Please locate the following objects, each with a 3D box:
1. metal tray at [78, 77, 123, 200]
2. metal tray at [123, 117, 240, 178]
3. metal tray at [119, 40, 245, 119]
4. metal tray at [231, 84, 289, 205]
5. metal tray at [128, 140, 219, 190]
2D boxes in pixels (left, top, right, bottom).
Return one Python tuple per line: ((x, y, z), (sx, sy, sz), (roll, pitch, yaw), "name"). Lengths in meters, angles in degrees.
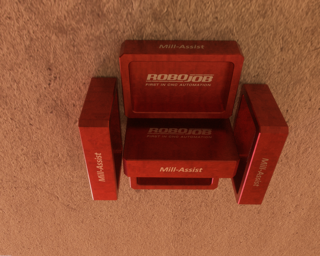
((-0.067, 0.015, 0.378), (0.030, 0.090, 0.129), (1, 131, -1), "metal tray")
((0.024, 0.017, 0.383), (0.131, 0.090, 0.030), (1, 131, -1), "metal tray")
((0.023, -0.054, 0.360), (0.131, 0.030, 0.089), (0, 133, -1), "metal tray")
((0.114, 0.022, 0.385), (0.030, 0.090, 0.129), (1, 130, -1), "metal tray")
((0.021, 0.049, 0.449), (0.131, 0.030, 0.089), (0, 129, -1), "metal tray")
